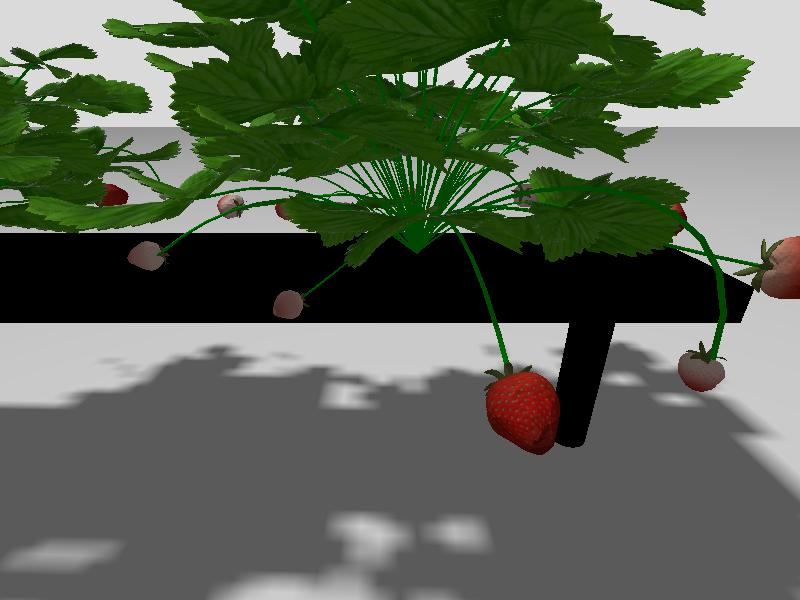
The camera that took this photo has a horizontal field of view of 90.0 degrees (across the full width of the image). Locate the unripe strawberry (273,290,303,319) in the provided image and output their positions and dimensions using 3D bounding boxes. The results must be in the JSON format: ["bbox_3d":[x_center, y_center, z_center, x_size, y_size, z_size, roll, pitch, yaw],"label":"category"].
[{"bbox_3d":[-0.070,0.004,0.246,0.018,0.019,0.019,16,30,30],"label":"unripe strawberry"}]

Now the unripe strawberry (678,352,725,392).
[{"bbox_3d":[0.136,0.033,0.182,0.016,0.017,0.018,-14,29,-28],"label":"unripe strawberry"}]

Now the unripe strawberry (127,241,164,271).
[{"bbox_3d":[-0.206,-0.035,0.324,0.025,0.024,0.023,-6,26,-9],"label":"unripe strawberry"}]

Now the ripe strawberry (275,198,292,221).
[{"bbox_3d":[-0.138,-0.109,0.479,0.027,0.027,0.025,19,31,36],"label":"ripe strawberry"}]

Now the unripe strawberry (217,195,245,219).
[{"bbox_3d":[-0.204,-0.113,0.481,0.032,0.027,0.032,14,28,28],"label":"unripe strawberry"}]

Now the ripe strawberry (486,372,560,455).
[{"bbox_3d":[0.047,0.043,0.151,0.028,0.029,0.030,-3,35,-7],"label":"ripe strawberry"}]

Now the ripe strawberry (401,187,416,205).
[{"bbox_3d":[0.013,-0.144,0.553,0.025,0.026,0.027,0,24,0],"label":"ripe strawberry"}]

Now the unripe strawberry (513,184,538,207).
[{"bbox_3d":[0.169,-0.138,0.533,0.034,0.031,0.031,19,8,34],"label":"unripe strawberry"}]

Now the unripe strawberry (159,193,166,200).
[{"bbox_3d":[-0.317,-0.140,0.536,0.011,0.011,0.010,14,29,28],"label":"unripe strawberry"}]

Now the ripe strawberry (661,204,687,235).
[{"bbox_3d":[0.267,-0.082,0.403,0.043,0.037,0.043,5,24,-14],"label":"ripe strawberry"}]

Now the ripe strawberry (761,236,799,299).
[{"bbox_3d":[0.266,-0.020,0.265,0.042,0.044,0.039,10,27,20],"label":"ripe strawberry"}]

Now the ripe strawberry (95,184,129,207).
[{"bbox_3d":[-0.374,-0.135,0.520,0.039,0.033,0.039,8,26,17],"label":"ripe strawberry"}]
